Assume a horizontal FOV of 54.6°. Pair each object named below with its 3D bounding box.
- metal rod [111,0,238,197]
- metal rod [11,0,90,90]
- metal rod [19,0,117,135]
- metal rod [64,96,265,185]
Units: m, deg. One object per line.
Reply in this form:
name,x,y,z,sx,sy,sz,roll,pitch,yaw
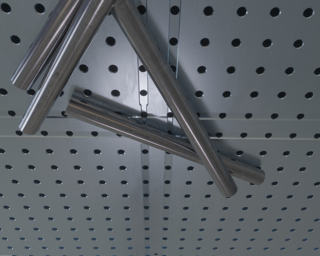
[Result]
metal rod,0.029,-0.019,0.376,0.025,0.025,0.300,-23,121,18
metal rod,-0.066,-0.141,0.290,0.025,0.025,0.299,33,123,-25
metal rod,-0.088,-0.085,0.319,0.025,0.025,0.299,28,130,-22
metal rod,0.019,0.024,0.431,0.302,0.025,0.025,21,127,-18
